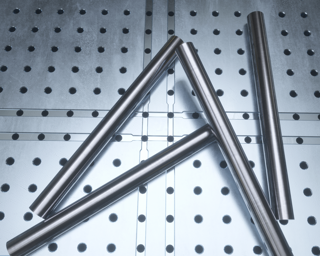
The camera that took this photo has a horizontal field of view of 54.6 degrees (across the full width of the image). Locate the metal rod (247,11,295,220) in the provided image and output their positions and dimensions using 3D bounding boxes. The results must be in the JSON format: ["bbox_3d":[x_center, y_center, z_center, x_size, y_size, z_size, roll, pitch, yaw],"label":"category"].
[{"bbox_3d":[0.147,-0.030,0.423,0.025,0.025,0.299,0,70,0],"label":"metal rod"}]

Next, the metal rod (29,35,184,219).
[{"bbox_3d":[-0.060,-0.012,0.415,0.025,0.025,0.300,34,73,11],"label":"metal rod"}]

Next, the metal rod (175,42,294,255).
[{"bbox_3d":[0.089,0.030,0.379,0.025,0.025,0.299,-22,80,-8],"label":"metal rod"}]

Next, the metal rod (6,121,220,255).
[{"bbox_3d":[-0.042,0.068,0.386,0.301,0.025,0.025,-30,73,-11],"label":"metal rod"}]
